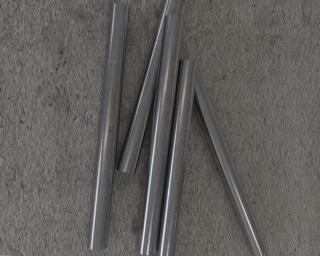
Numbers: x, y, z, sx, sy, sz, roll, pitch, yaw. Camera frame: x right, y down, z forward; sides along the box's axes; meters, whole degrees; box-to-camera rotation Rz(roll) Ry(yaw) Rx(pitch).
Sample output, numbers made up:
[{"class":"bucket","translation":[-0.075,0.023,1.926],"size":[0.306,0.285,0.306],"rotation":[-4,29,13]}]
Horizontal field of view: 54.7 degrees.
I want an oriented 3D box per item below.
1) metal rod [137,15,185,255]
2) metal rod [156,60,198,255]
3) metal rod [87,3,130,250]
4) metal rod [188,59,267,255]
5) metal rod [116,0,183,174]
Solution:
[{"class":"metal rod","translation":[0.000,0.012,0.393],"size":[0.025,0.025,0.298],"rotation":[6,94,-20]},{"class":"metal rod","translation":[0.019,0.063,0.403],"size":[0.025,0.025,0.298],"rotation":[6,93,-20]},{"class":"metal rod","translation":[-0.063,-0.003,0.385],"size":[0.025,0.025,0.298],"rotation":[6,88,-20]},{"class":"metal rod","translation":[0.092,0.047,0.442],"size":[0.025,0.025,0.299],"rotation":[-25,99,-18]},{"class":"metal rod","translation":[-0.005,-0.088,0.406],"size":[0.025,0.025,0.299],"rotation":[17,84,-19]}]
